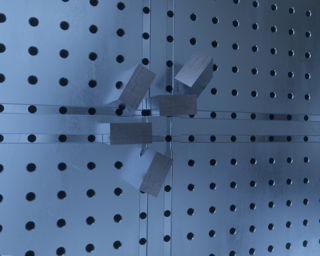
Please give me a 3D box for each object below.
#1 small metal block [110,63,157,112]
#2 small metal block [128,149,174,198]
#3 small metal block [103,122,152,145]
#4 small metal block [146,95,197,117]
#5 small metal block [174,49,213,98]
[{"bbox_3d":[-0.035,-0.048,0.386,0.025,0.050,0.050,31,80,-17],"label":"small metal block"},{"bbox_3d":[-0.012,0.055,0.395,0.025,0.050,0.050,28,81,-18],"label":"small metal block"},{"bbox_3d":[-0.041,0.006,0.384,0.050,0.050,0.025,-1,91,-20],"label":"small metal block"},{"bbox_3d":[0.014,-0.029,0.404,0.050,0.050,0.025,-3,92,-20],"label":"small metal block"},{"bbox_3d":[0.046,-0.067,0.413,0.025,0.050,0.050,32,77,19],"label":"small metal block"}]
